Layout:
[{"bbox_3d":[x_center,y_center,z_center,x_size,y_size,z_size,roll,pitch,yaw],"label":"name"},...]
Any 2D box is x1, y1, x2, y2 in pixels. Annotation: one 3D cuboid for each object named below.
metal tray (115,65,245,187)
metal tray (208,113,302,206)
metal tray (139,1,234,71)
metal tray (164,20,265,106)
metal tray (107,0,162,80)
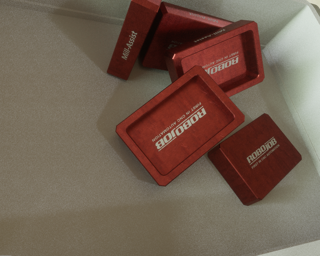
[{"bbox_3d":[0.024,-0.003,0.376,0.130,0.030,0.090,-38,83,-8],"label":"metal tray"},{"bbox_3d":[0.142,0.041,0.453,0.131,0.030,0.090,-28,77,-37],"label":"metal tray"},{"bbox_3d":[0.044,-0.125,0.460,0.131,0.089,0.030,5,47,-26],"label":"metal tray"},{"bbox_3d":[0.079,-0.085,0.433,0.131,0.030,0.090,-25,119,-12],"label":"metal tray"},{"bbox_3d":[-0.030,-0.136,0.404,0.030,0.129,0.090,21,54,-11],"label":"metal tray"}]
